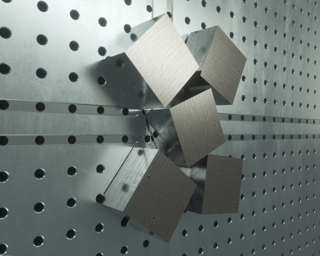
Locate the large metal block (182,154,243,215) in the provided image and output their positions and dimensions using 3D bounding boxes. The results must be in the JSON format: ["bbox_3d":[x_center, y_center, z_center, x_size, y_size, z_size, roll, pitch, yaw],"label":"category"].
[{"bbox_3d":[0.073,0.080,0.453,0.081,0.050,0.080,12,83,-40],"label":"large metal block"}]

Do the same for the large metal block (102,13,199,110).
[{"bbox_3d":[-0.009,-0.080,0.384,0.080,0.050,0.080,-51,120,-27],"label":"large metal block"}]

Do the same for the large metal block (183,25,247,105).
[{"bbox_3d":[0.075,-0.087,0.453,0.080,0.050,0.080,33,70,-38],"label":"large metal block"}]

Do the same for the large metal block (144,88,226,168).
[{"bbox_3d":[0.036,-0.002,0.421,0.081,0.050,0.080,-28,108,-36],"label":"large metal block"}]

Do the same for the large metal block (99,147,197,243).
[{"bbox_3d":[-0.012,0.080,0.380,0.080,0.050,0.080,45,63,-30],"label":"large metal block"}]
